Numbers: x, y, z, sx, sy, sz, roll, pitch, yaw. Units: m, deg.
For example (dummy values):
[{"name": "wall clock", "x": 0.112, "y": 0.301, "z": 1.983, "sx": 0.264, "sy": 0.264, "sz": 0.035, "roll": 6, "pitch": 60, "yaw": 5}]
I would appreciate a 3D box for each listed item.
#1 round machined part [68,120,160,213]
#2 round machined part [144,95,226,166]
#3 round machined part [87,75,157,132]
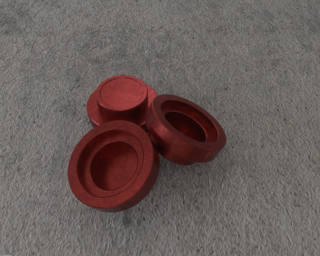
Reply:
[{"name": "round machined part", "x": -0.047, "y": 0.044, "z": 0.341, "sx": 0.098, "sy": 0.042, "sz": 0.098, "roll": -8, "pitch": 61, "yaw": 15}, {"name": "round machined part", "x": 0.026, "y": 0.006, "z": 0.369, "sx": 0.099, "sy": 0.042, "sz": 0.098, "roll": 23, "pitch": 31, "yaw": -14}, {"name": "round machined part", "x": -0.050, "y": -0.034, "z": 0.421, "sx": 0.099, "sy": 0.042, "sz": 0.098, "roll": 0, "pitch": 50, "yaw": 0}]
